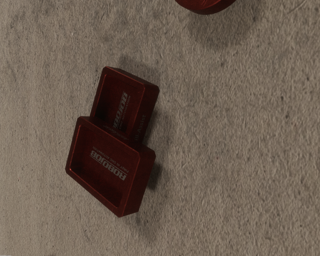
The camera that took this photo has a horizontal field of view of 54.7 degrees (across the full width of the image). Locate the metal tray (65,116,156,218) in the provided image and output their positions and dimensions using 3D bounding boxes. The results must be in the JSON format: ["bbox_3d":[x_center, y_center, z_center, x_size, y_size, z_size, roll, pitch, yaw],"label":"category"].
[{"bbox_3d":[-0.072,0.047,0.418,0.130,0.030,0.089,28,107,36],"label":"metal tray"}]

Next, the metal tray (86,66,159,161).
[{"bbox_3d":[-0.060,-0.014,0.448,0.090,0.030,0.129,30,108,35],"label":"metal tray"}]

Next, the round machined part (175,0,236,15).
[{"bbox_3d":[0.060,-0.175,0.343,0.098,0.042,0.097,0,90,39],"label":"round machined part"}]
